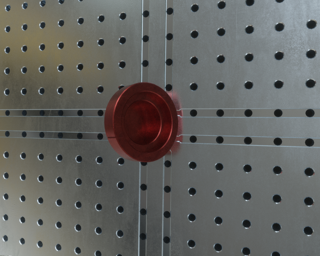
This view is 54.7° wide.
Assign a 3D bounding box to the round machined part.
[{"bbox_3d":[-0.027,-0.007,0.392,0.042,0.099,0.097,-3,89,51],"label":"round machined part"}]
